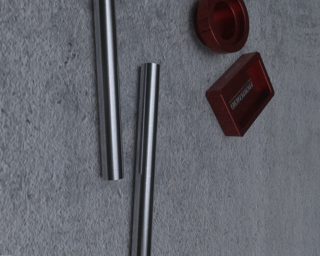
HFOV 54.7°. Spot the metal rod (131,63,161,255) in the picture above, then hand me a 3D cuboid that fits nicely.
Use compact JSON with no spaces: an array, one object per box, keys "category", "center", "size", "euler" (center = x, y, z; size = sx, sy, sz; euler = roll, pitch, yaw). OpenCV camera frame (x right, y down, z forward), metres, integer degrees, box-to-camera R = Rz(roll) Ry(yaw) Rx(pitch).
[{"category":"metal rod","center":[-0.019,0.069,0.390],"size":[0.025,0.025,0.298],"euler":[5,87,-40]}]

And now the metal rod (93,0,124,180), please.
[{"category":"metal rod","center":[-0.061,-0.090,0.354],"size":[0.025,0.025,0.298],"euler":[-5,93,-40]}]

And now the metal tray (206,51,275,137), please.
[{"category":"metal tray","center":[0.139,-0.058,0.520],"size":[0.131,0.030,0.090],"euler":[-45,117,-31]}]

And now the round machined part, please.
[{"category":"round machined part","center":[0.090,-0.161,0.471],"size":[0.099,0.042,0.097],"euler":[0,90,-40]}]
